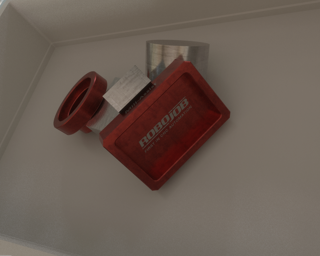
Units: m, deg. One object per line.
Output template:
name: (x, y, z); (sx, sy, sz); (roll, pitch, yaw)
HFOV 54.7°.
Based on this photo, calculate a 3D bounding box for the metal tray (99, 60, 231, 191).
metal tray: (0.007, -0.003, 0.357); (0.130, 0.090, 0.030); (-45, 24, -4)

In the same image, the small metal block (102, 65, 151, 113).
small metal block: (-0.037, -0.043, 0.366); (0.050, 0.050, 0.025); (-45, 90, -3)

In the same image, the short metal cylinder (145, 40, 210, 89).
short metal cylinder: (0.021, -0.085, 0.400); (0.080, 0.081, 0.050); (17, 115, 34)

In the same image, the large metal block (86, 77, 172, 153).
large metal block: (-0.037, -0.016, 0.416); (0.080, 0.050, 0.080); (16, 70, 34)

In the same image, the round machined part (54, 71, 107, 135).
round machined part: (-0.108, -0.031, 0.451); (0.098, 0.042, 0.098); (-35, 35, 29)
